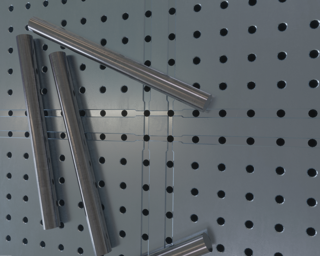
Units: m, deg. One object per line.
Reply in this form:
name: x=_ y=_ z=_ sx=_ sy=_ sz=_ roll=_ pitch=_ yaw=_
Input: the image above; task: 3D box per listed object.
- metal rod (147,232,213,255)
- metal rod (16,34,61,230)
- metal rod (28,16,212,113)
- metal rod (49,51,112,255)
metal rod: x=-0.065 y=0.213 z=0.436 sx=0.300 sy=0.025 sz=0.025 roll=-29 pitch=81 yaw=17
metal rod: x=-0.189 y=0.004 z=0.480 sx=0.025 sy=0.025 sz=0.299 roll=-11 pitch=86 yaw=20
metal rod: x=-0.068 y=-0.096 z=0.437 sx=0.300 sy=0.025 sz=0.025 roll=27 pitch=99 yaw=18
metal rod: x=-0.118 y=0.033 z=0.454 sx=0.025 sy=0.025 sz=0.299 roll=-16 pitch=85 yaw=19
